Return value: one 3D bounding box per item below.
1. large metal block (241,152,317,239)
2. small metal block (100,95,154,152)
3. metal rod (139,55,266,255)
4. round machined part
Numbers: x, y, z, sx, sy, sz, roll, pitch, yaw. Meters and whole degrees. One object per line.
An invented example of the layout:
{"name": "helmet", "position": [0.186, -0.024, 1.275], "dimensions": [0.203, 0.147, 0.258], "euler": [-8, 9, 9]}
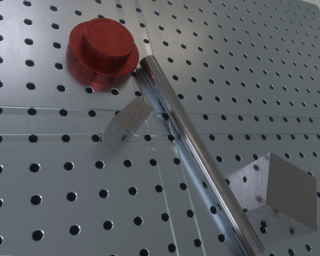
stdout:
{"name": "large metal block", "position": [0.163, 0.093, 0.423], "dimensions": [0.080, 0.050, 0.080], "euler": [29, 52, -10]}
{"name": "small metal block", "position": [-0.040, -0.005, 0.373], "dimensions": [0.025, 0.050, 0.050], "euler": [42, 51, 0]}
{"name": "metal rod", "position": [0.049, 0.027, 0.417], "dimensions": [0.025, 0.025, 0.299], "euler": [-17, 71, -35]}
{"name": "round machined part", "position": [-0.074, -0.111, 0.425], "dimensions": [0.099, 0.042, 0.098], "euler": [14, 56, -21]}
